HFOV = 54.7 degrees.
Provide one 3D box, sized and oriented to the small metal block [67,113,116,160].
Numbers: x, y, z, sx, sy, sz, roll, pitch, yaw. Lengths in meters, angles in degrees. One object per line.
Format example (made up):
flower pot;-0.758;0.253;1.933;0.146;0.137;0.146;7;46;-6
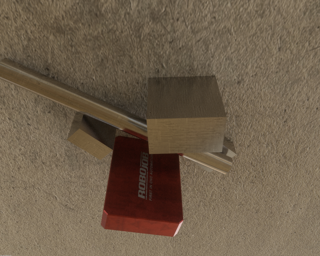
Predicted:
small metal block;-0.085;0.005;0.394;0.050;0.050;0.025;37;121;-27

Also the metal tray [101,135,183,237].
metal tray;-0.021;0.069;0.399;0.091;0.130;0.030;10;129;-8

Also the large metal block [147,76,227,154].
large metal block;0.027;-0.017;0.357;0.081;0.080;0.050;-2;130;1

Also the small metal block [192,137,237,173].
small metal block;0.070;0.030;0.436;0.050;0.025;0.050;34;122;-26

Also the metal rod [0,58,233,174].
metal rod;-0.044;-0.009;0.383;0.302;0.025;0.025;24;126;-13
